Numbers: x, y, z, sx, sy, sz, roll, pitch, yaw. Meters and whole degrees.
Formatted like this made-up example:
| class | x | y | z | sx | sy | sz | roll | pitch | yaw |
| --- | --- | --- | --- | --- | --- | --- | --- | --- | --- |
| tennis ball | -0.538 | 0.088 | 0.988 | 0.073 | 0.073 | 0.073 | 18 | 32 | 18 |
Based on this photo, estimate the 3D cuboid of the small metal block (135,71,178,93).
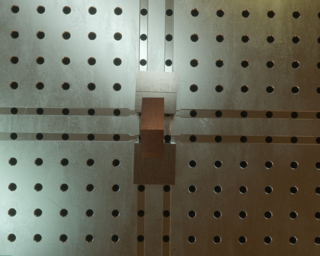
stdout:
| class | x | y | z | sx | sy | sz | roll | pitch | yaw |
| --- | --- | --- | --- | --- | --- | --- | --- | --- | --- |
| small metal block | -0.004 | -0.056 | 0.400 | 0.050 | 0.050 | 0.025 | 2 | 90 | -1 |

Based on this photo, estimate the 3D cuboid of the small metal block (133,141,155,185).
| class | x | y | z | sx | sy | sz | roll | pitch | yaw |
| --- | --- | --- | --- | --- | --- | --- | --- | --- | --- |
| small metal block | -0.019 | 0.043 | 0.400 | 0.025 | 0.050 | 0.050 | 1 | 90 | 0 |

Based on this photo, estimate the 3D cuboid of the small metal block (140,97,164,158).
| class | x | y | z | sx | sy | sz | roll | pitch | yaw |
| --- | --- | --- | --- | --- | --- | --- | --- | --- | --- |
| small metal block | -0.008 | 0.000 | 0.359 | 0.025 | 0.050 | 0.050 | 1 | 48 | 0 |

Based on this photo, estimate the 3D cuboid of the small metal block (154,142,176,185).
| class | x | y | z | sx | sy | sz | roll | pitch | yaw |
| --- | --- | --- | --- | --- | --- | --- | --- | --- | --- |
| small metal block | 0.006 | 0.044 | 0.400 | 0.025 | 0.050 | 0.050 | 1 | 90 | 0 |

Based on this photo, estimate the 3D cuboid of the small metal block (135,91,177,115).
| class | x | y | z | sx | sy | sz | roll | pitch | yaw |
| --- | --- | --- | --- | --- | --- | --- | --- | --- | --- |
| small metal block | -0.005 | -0.031 | 0.400 | 0.050 | 0.050 | 0.025 | 2 | 90 | -1 |
